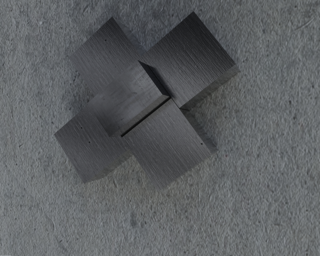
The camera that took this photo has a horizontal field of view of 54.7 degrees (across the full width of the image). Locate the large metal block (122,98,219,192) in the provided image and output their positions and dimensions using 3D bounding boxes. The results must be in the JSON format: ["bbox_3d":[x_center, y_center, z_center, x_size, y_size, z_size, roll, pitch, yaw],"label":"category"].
[{"bbox_3d":[0.014,0.020,0.390,0.080,0.050,0.080,-38,78,15],"label":"large metal block"}]

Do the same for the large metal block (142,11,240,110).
[{"bbox_3d":[0.039,-0.079,0.382,0.080,0.050,0.080,-38,78,15],"label":"large metal block"}]

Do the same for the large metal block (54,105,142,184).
[{"bbox_3d":[-0.082,0.017,0.424,0.080,0.050,0.080,-38,78,15],"label":"large metal block"}]

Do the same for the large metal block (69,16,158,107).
[{"bbox_3d":[-0.060,-0.085,0.416,0.080,0.050,0.080,-38,78,15],"label":"large metal block"}]

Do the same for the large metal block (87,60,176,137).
[{"bbox_3d":[-0.028,-0.033,0.390,0.080,0.080,0.050,-38,78,16],"label":"large metal block"}]
